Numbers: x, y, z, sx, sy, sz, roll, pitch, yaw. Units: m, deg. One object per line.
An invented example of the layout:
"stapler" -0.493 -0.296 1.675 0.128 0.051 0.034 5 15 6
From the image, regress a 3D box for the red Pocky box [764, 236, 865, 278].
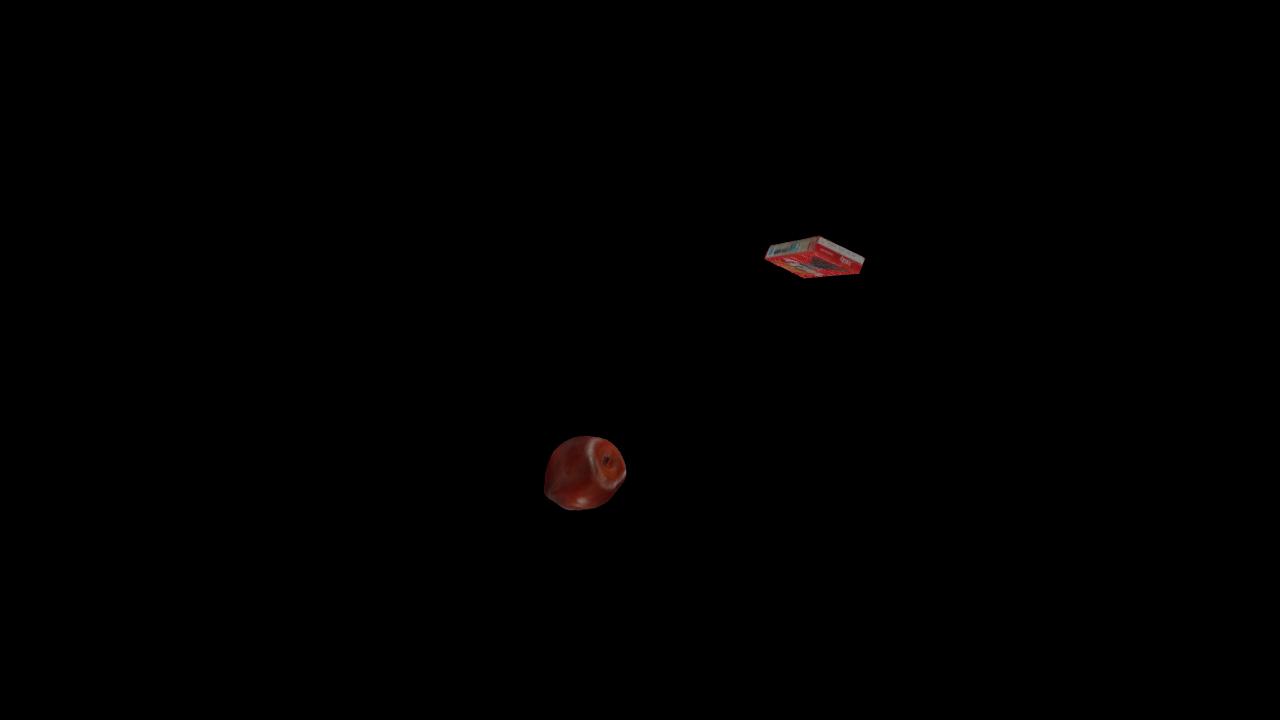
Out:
"red Pocky box" 0.259 -0.152 0.927 0.083 0.028 0.155 20 0 -15

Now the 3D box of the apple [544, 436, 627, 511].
"apple" -0.061 0.122 0.663 0.093 0.079 0.079 -34 -20 34
